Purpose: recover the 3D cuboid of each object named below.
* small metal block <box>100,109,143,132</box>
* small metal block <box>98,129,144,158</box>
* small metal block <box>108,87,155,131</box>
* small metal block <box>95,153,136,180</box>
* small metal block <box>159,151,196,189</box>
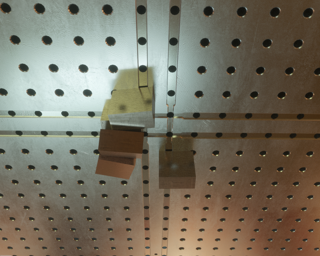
[{"bbox_3d":[-0.049,0.001,0.412,0.050,0.025,0.050,0,130,0],"label":"small metal block"},{"bbox_3d":[-0.046,0.020,0.379,0.050,0.025,0.050,5,168,-4],"label":"small metal block"},{"bbox_3d":[-0.033,-0.024,0.375,0.050,0.050,0.025,-5,130,4],"label":"small metal block"},{"bbox_3d":[-0.063,0.049,0.443,0.050,0.025,0.050,12,146,-10],"label":"small metal block"},{"bbox_3d":[0.024,0.060,0.446,0.050,0.050,0.025,0,130,0],"label":"small metal block"}]
